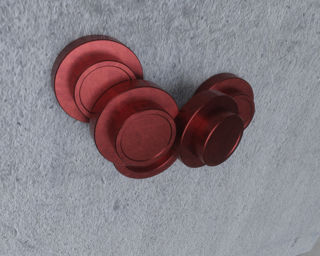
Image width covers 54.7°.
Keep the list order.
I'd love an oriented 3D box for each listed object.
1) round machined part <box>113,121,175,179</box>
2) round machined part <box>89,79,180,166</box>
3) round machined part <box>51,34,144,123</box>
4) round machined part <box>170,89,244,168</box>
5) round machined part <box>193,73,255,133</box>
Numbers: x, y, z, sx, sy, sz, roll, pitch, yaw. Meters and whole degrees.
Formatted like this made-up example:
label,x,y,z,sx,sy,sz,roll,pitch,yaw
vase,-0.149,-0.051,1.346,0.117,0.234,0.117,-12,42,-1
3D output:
label,x,y,z,sx,sy,sz,roll,pitch,yaw
round machined part,-0.020,0.014,0.396,0.099,0.042,0.097,-14,125,-21
round machined part,-0.022,0.001,0.332,0.099,0.042,0.097,-14,125,-21
round machined part,-0.063,-0.047,0.334,0.099,0.042,0.097,-14,125,-21
round machined part,0.062,0.007,0.369,0.099,0.042,0.097,-24,131,-31
round machined part,0.093,-0.024,0.434,0.099,0.042,0.097,-14,125,-21
